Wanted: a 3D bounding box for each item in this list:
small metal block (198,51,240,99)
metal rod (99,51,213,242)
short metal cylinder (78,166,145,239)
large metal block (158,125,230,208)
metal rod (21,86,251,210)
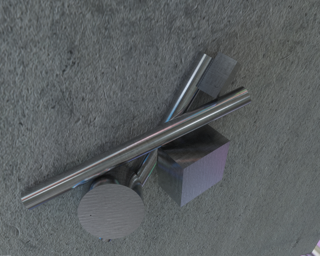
[{"bbox_3d":[0.077,-0.066,0.393,0.050,0.025,0.050,-61,167,15],"label":"small metal block"},{"bbox_3d":[-0.011,0.036,0.424,0.025,0.025,0.298,19,109,-36],"label":"metal rod"},{"bbox_3d":[-0.062,0.094,0.400,0.081,0.050,0.079,-2,110,-6],"label":"short metal cylinder"},{"bbox_3d":[0.045,0.049,0.428,0.081,0.050,0.079,-27,138,-27],"label":"large metal block"},{"bbox_3d":[-0.026,0.023,0.386,0.301,0.025,0.025,-26,128,-4],"label":"metal rod"}]
